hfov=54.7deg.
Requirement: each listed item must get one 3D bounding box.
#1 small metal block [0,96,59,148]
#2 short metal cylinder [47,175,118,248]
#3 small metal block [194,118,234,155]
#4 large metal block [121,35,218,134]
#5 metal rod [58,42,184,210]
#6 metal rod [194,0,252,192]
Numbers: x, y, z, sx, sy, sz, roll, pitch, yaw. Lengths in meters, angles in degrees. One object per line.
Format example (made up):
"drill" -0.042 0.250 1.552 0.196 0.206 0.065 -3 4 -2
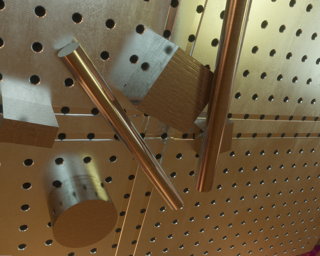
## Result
"small metal block" -0.136 -0.006 0.317 0.050 0.050 0.025 12 113 -33
"short metal cylinder" -0.102 0.109 0.406 0.081 0.050 0.079 -14 124 -21
"small metal block" 0.080 0.013 0.463 0.050 0.025 0.050 -16 125 -20
"large metal block" 0.015 -0.050 0.372 0.080 0.050 0.080 27 104 -37
"metal rod" -0.033 0.021 0.405 0.025 0.025 0.299 -35 129 -5
"metal rod" 0.072 -0.048 0.355 0.025 0.025 0.298 -9 123 -24
